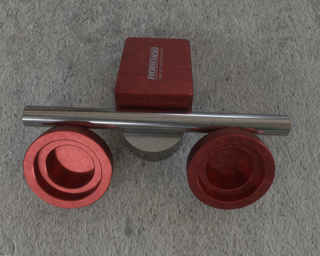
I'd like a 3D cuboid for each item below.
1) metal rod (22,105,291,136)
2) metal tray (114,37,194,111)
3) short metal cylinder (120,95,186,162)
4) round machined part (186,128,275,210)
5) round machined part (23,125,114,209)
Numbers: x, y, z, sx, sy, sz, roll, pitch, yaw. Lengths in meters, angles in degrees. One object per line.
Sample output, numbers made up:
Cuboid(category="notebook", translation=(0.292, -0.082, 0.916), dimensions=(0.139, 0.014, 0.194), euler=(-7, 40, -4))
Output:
Cuboid(category="metal rod", translation=(-0.004, -0.008, 0.360), dimensions=(0.302, 0.025, 0.025), euler=(2, 70, 0))
Cuboid(category="metal tray", translation=(-0.005, -0.073, 0.405), dimensions=(0.091, 0.030, 0.130), euler=(2, 44, 0))
Cuboid(category="short metal cylinder", translation=(-0.008, -0.001, 0.397), dimensions=(0.081, 0.050, 0.080), euler=(0, 70, 0))
Cuboid(category="round machined part", translation=(0.080, 0.044, 0.367), dimensions=(0.099, 0.042, 0.097), euler=(0, 113, 0))
Cuboid(category="round machined part", translation=(-0.104, 0.042, 0.367), dimensions=(0.099, 0.042, 0.097), euler=(0, 108, -1))
